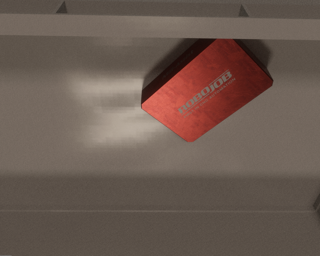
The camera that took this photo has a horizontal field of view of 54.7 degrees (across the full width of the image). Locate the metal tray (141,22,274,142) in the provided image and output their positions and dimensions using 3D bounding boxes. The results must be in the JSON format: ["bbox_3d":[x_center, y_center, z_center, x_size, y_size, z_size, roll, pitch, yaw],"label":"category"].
[{"bbox_3d":[0.052,-0.047,0.367,0.090,0.030,0.130,36,121,-27],"label":"metal tray"}]
